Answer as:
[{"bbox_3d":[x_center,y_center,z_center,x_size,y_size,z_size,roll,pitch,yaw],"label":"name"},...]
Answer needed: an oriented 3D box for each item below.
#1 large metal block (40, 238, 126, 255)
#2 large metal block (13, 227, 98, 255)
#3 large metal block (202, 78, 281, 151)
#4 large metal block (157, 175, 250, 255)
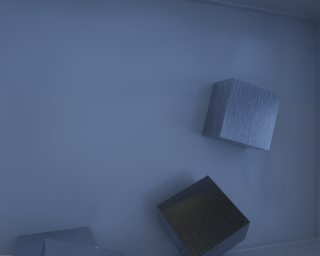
[{"bbox_3d":[-0.067,0.140,0.271,0.081,0.080,0.050,18,81,-18],"label":"large metal block"},{"bbox_3d":[-0.113,0.148,0.338,0.081,0.080,0.050,-1,88,-20],"label":"large metal block"},{"bbox_3d":[0.115,-0.017,0.439,0.081,0.050,0.080,16,85,-20],"label":"large metal block"},{"bbox_3d":[0.053,0.121,0.394,0.081,0.080,0.050,-27,141,-18],"label":"large metal block"}]
